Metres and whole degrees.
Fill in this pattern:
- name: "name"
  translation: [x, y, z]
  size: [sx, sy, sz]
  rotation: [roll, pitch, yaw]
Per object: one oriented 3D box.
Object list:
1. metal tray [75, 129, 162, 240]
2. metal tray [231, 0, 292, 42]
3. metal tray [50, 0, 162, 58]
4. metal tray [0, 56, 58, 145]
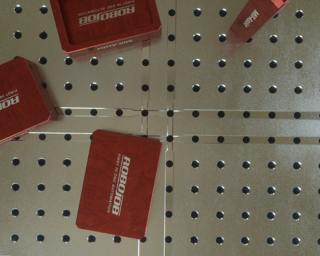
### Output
- name: "metal tray"
  translation: [-0.053, 0.073, 0.411]
  size: [0.090, 0.030, 0.129]
  rotation: [11, 90, 0]
- name: "metal tray"
  translation: [0.139, -0.157, 0.362]
  size: [0.090, 0.130, 0.030]
  rotation: [-42, 90, 0]
- name: "metal tray"
  translation: [-0.071, -0.153, 0.410]
  size: [0.131, 0.030, 0.090]
  rotation: [-14, 90, 0]
- name: "metal tray"
  translation: [-0.216, -0.027, 0.410]
  size: [0.130, 0.030, 0.090]
  rotation: [-24, 90, 0]
